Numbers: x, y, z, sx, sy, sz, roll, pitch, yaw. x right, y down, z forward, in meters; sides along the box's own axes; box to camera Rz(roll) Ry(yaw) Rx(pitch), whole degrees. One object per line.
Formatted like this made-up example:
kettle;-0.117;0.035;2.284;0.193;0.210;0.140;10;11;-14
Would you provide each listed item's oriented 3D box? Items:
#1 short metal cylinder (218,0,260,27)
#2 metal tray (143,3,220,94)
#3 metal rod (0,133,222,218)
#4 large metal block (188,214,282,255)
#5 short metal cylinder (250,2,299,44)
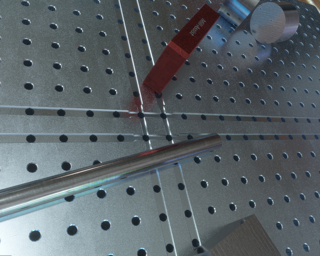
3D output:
short metal cylinder;0.159;-0.247;0.612;0.050;0.080;0.080;38;51;-3
metal tray;0.033;-0.117;0.457;0.030;0.090;0.130;38;51;-4
metal rod;-0.044;0.047;0.357;0.303;0.025;0.025;-13;69;-34
large metal block;0.089;0.157;0.347;0.081;0.050;0.080;-22;74;-36
short metal cylinder;0.234;-0.216;0.634;0.050;0.080;0.080;-18;72;-35
